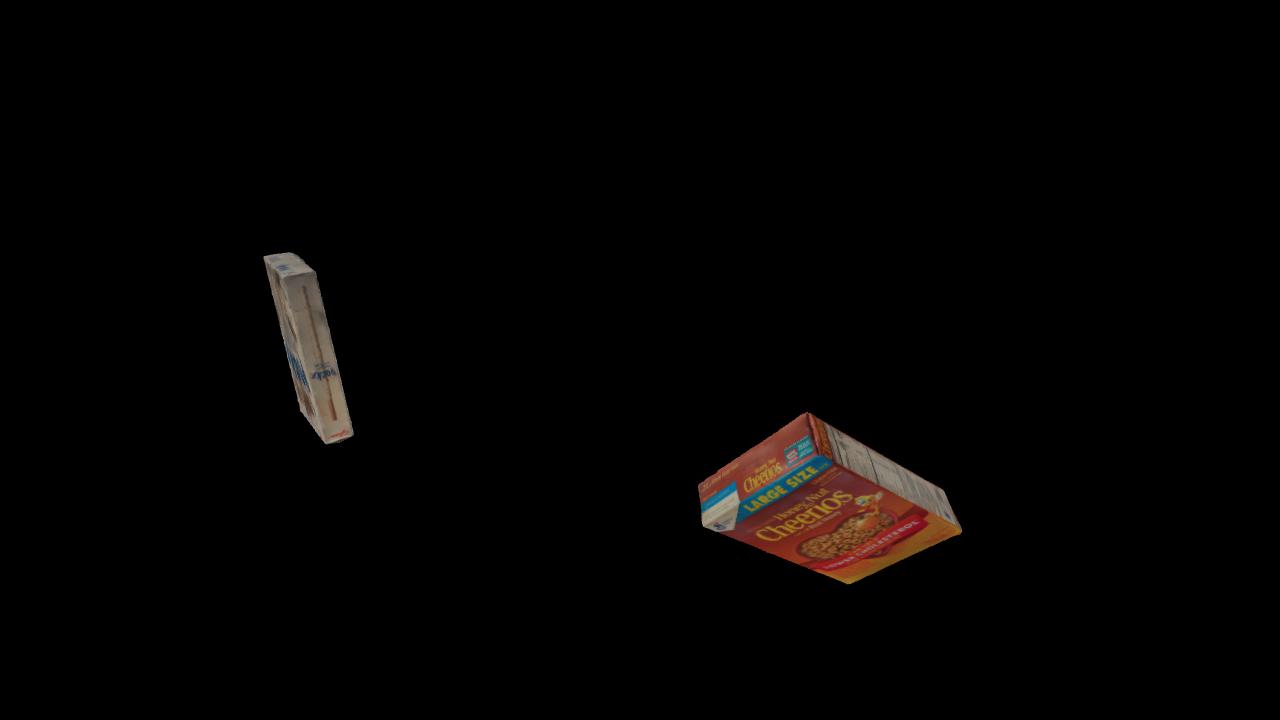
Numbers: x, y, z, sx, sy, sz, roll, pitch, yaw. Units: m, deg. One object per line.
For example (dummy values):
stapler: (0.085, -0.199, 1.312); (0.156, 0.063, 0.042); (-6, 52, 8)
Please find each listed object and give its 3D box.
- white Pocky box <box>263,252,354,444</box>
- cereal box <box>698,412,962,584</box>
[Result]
white Pocky box: (-0.290, -0.011, 0.539); (0.028, 0.154, 0.084); (-19, 30, -36)
cereal box: (0.258, 0.203, 0.843); (0.306, 0.081, 0.203); (28, -52, -28)
